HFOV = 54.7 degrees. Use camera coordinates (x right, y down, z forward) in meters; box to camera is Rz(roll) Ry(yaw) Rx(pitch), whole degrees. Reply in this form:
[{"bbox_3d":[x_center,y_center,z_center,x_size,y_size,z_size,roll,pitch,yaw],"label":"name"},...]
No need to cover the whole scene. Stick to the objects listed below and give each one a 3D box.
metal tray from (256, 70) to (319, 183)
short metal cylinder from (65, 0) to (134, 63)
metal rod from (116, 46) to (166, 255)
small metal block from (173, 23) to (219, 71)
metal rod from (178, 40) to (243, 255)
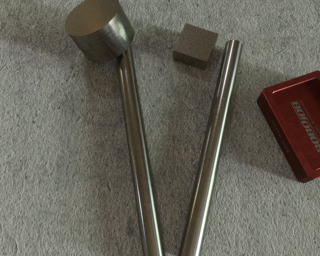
[{"bbox_3d":[0.199,-0.004,0.408,0.091,0.030,0.130,-19,71,-7],"label":"metal tray"},{"bbox_3d":[-0.083,-0.138,0.430,0.080,0.050,0.080,-10,56,16],"label":"short metal cylinder"},{"bbox_3d":[-0.028,0.024,0.398,0.025,0.025,0.299,-9,70,-3],"label":"metal rod"},{"bbox_3d":[0.052,-0.118,0.452,0.050,0.025,0.050,21,71,7],"label":"small metal block"},{"bbox_3d":[0.070,0.015,0.403,0.025,0.025,0.299,14,70,5],"label":"metal rod"}]
